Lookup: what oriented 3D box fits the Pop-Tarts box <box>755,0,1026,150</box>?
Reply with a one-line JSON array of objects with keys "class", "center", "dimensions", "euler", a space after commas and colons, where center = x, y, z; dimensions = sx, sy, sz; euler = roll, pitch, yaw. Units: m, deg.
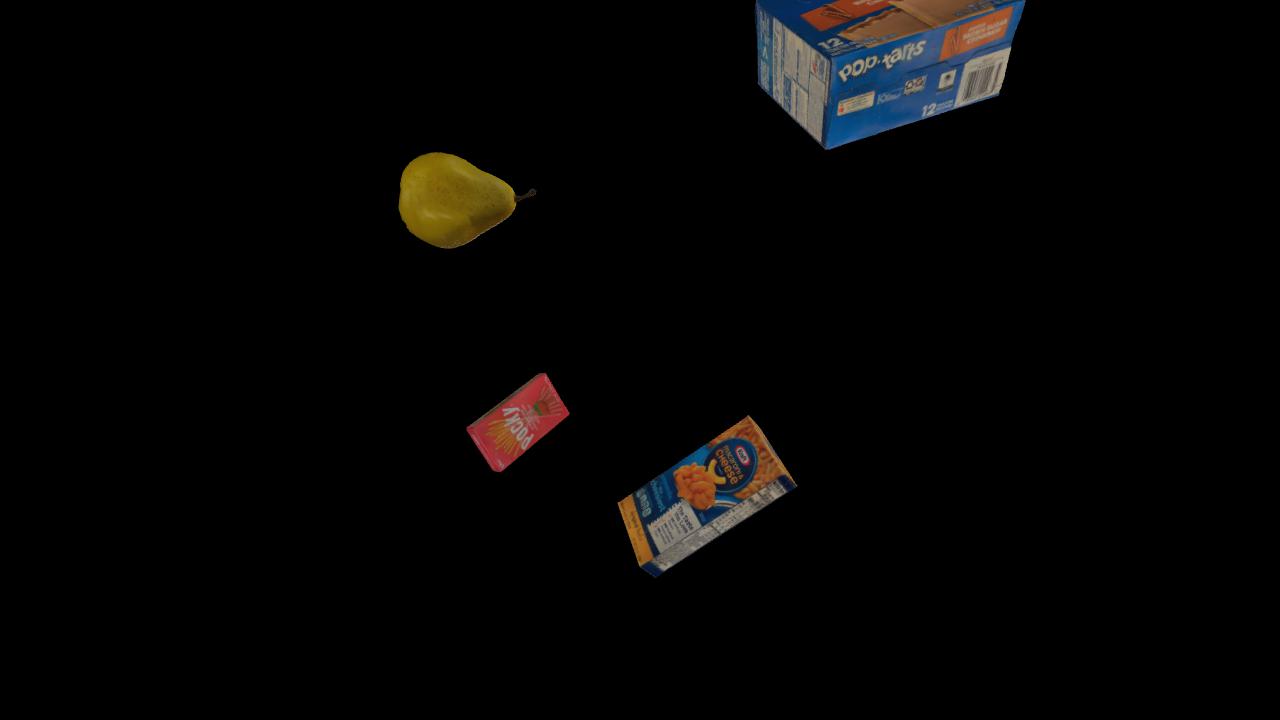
[{"class": "Pop-Tarts box", "center": [0.207, -0.276, 0.541], "dimensions": [0.167, 0.141, 0.083], "euler": [-18, -41, -5]}]

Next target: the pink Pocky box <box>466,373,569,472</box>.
[{"class": "pink Pocky box", "center": [-0.188, 0.096, 0.969], "dimensions": [0.155, 0.084, 0.029], "euler": [-40, 21, -34]}]

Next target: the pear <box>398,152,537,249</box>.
[{"class": "pear", "center": [-0.146, -0.133, 0.529], "dimensions": [0.111, 0.080, 0.080], "euler": [9, 0, -2]}]

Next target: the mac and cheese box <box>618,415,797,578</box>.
[{"class": "mac and cheese box", "center": [0.068, 0.149, 0.675], "dimensions": [0.041, 0.184, 0.093], "euler": [47, 11, -38]}]
